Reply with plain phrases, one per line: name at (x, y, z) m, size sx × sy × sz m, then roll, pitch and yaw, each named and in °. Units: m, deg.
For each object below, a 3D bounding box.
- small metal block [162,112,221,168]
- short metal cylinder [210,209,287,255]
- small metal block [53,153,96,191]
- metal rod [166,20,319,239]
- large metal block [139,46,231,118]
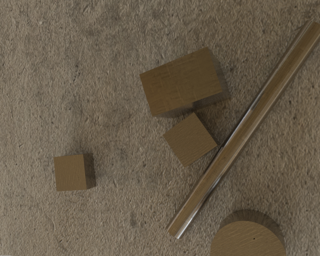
small metal block at (0.040, 0.015, 0.394) m, size 0.050 × 0.025 × 0.050 m, roll -37°, pitch 79°, yaw 16°
short metal cylinder at (0.103, 0.140, 0.359) m, size 0.080 × 0.050 × 0.079 m, roll 0°, pitch 90°, yaw 19°
small metal block at (-0.124, 0.064, 0.451) m, size 0.050 × 0.025 × 0.050 m, roll -7°, pitch 88°, yaw 19°
metal rod at (0.097, 0.010, 0.374) m, size 0.025 × 0.025 × 0.299 m, roll 35°, pitch 101°, yaw 16°
large metal block at (0.034, -0.049, 0.367) m, size 0.080 × 0.080 × 0.050 m, roll -19°, pitch 84°, yaw 18°
